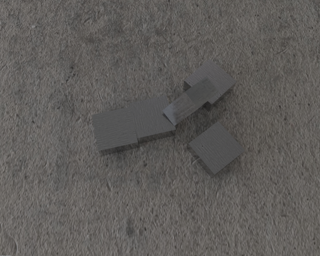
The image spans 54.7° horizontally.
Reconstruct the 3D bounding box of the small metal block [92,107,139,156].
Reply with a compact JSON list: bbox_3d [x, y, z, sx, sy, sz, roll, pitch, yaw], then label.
[{"bbox_3d":[-0.058,0.005,0.406,0.050,0.025,0.050,-13,71,-5],"label":"small metal block"}]

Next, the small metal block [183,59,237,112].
[{"bbox_3d":[0.068,-0.059,0.430,0.050,0.025,0.050,-42,75,-14],"label":"small metal block"}]

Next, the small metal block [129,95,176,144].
[{"bbox_3d":[-0.010,-0.011,0.412,0.050,0.025,0.050,-13,71,-5],"label":"small metal block"}]

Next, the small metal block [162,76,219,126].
[{"bbox_3d":[0.039,-0.034,0.393,0.025,0.050,0.050,52,49,0],"label":"small metal block"}]

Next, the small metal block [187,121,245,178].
[{"bbox_3d":[0.071,0.028,0.398,0.050,0.025,0.050,-36,74,-12],"label":"small metal block"}]
